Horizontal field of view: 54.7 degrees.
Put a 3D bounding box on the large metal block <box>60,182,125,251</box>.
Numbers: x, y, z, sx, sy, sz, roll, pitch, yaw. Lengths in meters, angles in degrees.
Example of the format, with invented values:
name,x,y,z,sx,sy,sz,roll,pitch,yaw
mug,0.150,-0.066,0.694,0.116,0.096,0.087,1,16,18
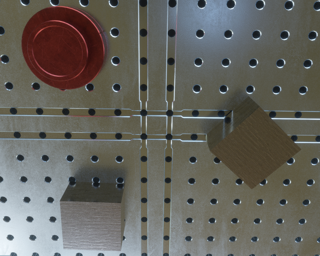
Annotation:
name,x,y,z,sx,sy,sz,roll,pitch,yaw
large metal block,-0.094,0.126,0.446,0.081,0.050,0.079,2,110,-1

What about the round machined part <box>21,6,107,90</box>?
name,x,y,z,sx,sy,sz,roll,pitch,yaw
round machined part,-0.116,-0.093,0.369,0.099,0.042,0.097,0,110,0

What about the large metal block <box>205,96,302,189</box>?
name,x,y,z,sx,sy,sz,roll,pitch,yaw
large metal block,0.119,0.019,0.408,0.080,0.050,0.080,42,105,-14
